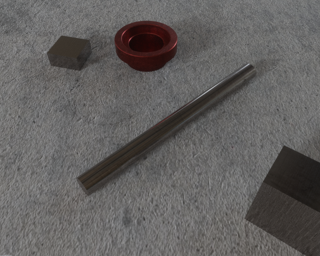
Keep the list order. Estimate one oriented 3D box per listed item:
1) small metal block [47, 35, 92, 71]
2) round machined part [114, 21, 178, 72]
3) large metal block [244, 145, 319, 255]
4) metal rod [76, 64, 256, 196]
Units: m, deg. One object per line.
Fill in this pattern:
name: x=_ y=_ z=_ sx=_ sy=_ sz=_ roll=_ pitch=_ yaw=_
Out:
small metal block: x=-0.146 y=-0.123 z=0.505 sx=0.050 sy=0.025 sz=0.050 roll=12 pitch=51 yaw=9
round machined part: x=-0.022 y=-0.128 z=0.500 sx=0.099 sy=0.042 sz=0.098 roll=0 pitch=50 yaw=0
large metal block: x=0.139 y=0.076 z=0.305 sx=0.080 sy=0.080 sz=0.050 roll=29 pitch=56 yaw=22
metal rod: x=0.025 y=-0.011 z=0.412 sx=0.302 sy=0.025 sz=0.025 roll=-34 pitch=58 yaw=-26
